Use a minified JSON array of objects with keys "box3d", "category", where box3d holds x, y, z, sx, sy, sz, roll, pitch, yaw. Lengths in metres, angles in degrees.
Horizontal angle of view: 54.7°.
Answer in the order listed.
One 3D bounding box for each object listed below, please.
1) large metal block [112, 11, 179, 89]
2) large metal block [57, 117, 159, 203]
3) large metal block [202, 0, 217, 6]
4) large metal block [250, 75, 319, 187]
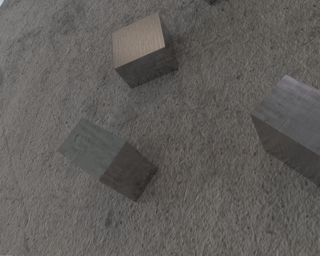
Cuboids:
[{"box3d":[-0.024,-0.118,0.473,0.080,0.050,0.080,-20,54,16],"category":"large metal block"},{"box3d":[-0.062,0.039,0.377,0.080,0.080,0.050,25,76,36],"category":"large metal block"},{"box3d":[0.066,-0.256,0.491,0.050,0.080,0.080,-38,51,3],"category":"large metal block"},{"box3d":[0.140,0.007,0.291,0.050,0.080,0.080,-47,51,-4],"category":"large metal block"}]
